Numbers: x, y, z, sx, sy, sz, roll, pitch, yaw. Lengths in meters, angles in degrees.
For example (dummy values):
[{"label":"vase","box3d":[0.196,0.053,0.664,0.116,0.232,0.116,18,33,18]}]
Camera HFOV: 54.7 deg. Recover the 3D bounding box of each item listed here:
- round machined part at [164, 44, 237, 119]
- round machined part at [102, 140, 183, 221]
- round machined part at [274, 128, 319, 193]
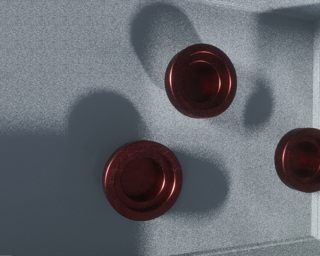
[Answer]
[{"label":"round machined part","box3d":[0.051,-0.061,0.422,0.099,0.042,0.097,0,90,-21]},{"label":"round machined part","box3d":[-0.024,0.064,0.394,0.099,0.042,0.097,0,90,-21]},{"label":"round machined part","box3d":[0.220,0.048,0.482,0.099,0.042,0.097,0,90,-16]}]
